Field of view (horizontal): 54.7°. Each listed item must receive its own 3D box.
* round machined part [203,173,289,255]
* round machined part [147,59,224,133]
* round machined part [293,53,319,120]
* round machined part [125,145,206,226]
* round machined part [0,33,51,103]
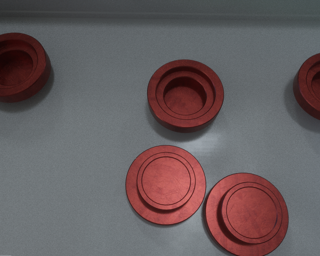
[{"bbox_3d":[0.102,0.101,0.364,0.099,0.042,0.098,0,70,0],"label":"round machined part"},{"bbox_3d":[0.033,-0.039,0.415,0.099,0.042,0.098,0,70,0],"label":"round machined part"},{"bbox_3d":[0.230,-0.050,0.418,0.099,0.042,0.098,-1,68,4],"label":"round machined part"},{"bbox_3d":[0.007,0.067,0.376,0.099,0.042,0.098,0,70,0],"label":"round machined part"},{"bbox_3d":[-0.200,-0.079,0.428,0.099,0.042,0.098,0,70,0],"label":"round machined part"}]
